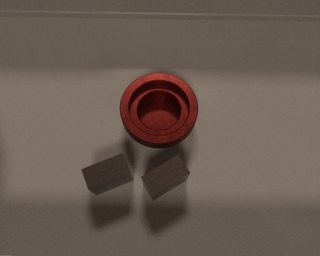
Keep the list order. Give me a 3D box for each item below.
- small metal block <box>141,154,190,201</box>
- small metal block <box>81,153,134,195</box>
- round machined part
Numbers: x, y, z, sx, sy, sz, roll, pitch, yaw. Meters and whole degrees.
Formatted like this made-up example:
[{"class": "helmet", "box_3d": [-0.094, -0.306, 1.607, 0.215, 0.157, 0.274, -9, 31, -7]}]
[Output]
[{"class": "small metal block", "box_3d": [0.006, 0.061, 0.374, 0.050, 0.050, 0.025, -30, 73, -11]}, {"class": "small metal block", "box_3d": [-0.062, 0.057, 0.375, 0.050, 0.050, 0.025, -21, 72, -8]}, {"class": "round machined part", "box_3d": [-0.001, -0.020, 0.408, 0.099, 0.042, 0.098, 0, 70, -1]}]
